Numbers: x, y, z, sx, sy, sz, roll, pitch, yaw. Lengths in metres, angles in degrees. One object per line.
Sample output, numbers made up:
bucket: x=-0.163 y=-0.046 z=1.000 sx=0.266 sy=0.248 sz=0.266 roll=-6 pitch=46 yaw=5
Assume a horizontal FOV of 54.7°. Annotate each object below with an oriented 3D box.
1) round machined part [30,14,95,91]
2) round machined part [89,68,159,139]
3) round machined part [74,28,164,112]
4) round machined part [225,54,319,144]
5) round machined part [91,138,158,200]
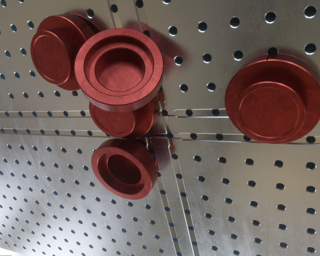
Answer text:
round machined part: x=-0.127 y=-0.094 z=0.400 sx=0.098 sy=0.042 sz=0.097 roll=14 pitch=120 yaw=26
round machined part: x=-0.054 y=-0.026 z=0.411 sx=0.098 sy=0.042 sz=0.097 roll=13 pitch=124 yaw=20
round machined part: x=-0.045 y=-0.063 z=0.360 sx=0.098 sy=0.098 sz=0.042 roll=30 pitch=163 yaw=9
round machined part: x=0.116 y=-0.024 z=0.324 sx=0.098 sy=0.042 sz=0.097 roll=13 pitch=124 yaw=20
round machined part: x=-0.048 y=0.055 z=0.455 sx=0.098 sy=0.042 sz=0.097 roll=14 pitch=127 yaw=19
